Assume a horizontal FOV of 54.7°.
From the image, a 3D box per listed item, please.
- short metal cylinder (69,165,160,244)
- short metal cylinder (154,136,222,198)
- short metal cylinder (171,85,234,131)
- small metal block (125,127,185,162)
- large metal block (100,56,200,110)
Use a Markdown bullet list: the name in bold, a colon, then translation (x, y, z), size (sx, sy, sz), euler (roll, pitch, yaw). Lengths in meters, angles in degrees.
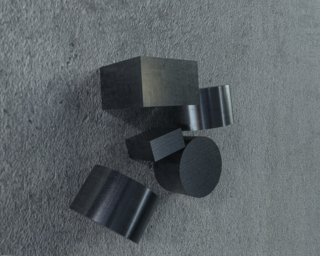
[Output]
- **short metal cylinder**: translation (-0.047, 0.081, 0.329), size (0.080, 0.080, 0.050), euler (42, 65, -32)
- **short metal cylinder**: translation (0.039, 0.050, 0.421), size (0.081, 0.050, 0.079), euler (0, 90, -40)
- **short metal cylinder**: translation (0.056, -0.028, 0.416), size (0.081, 0.080, 0.050), euler (-14, 99, -39)
- **small metal block**: translation (-0.006, 0.019, 0.383), size (0.050, 0.050, 0.025), euler (-23, 105, -38)
- **large metal block**: translation (-0.013, -0.049, 0.358), size (0.081, 0.080, 0.050), euler (-6, 94, -40)
